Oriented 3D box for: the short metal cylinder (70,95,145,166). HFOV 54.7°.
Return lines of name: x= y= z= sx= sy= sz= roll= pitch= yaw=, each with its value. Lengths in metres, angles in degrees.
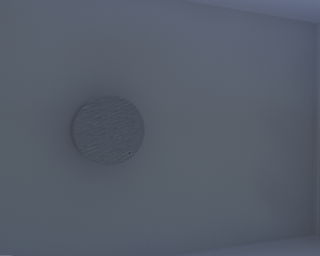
short metal cylinder: x=-0.065 y=0.003 z=0.374 sx=0.081 sy=0.050 sz=0.079 roll=0 pitch=90 yaw=-21
